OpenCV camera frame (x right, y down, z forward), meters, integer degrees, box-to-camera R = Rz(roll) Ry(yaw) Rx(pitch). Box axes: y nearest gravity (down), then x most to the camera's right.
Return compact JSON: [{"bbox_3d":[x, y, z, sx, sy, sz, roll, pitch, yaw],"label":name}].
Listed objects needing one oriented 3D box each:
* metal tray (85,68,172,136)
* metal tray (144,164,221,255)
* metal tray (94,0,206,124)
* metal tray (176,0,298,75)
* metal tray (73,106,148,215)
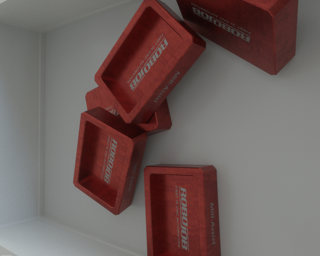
[{"bbox_3d":[-0.050,-0.026,0.442,0.130,0.030,0.090,-19,78,38],"label":"metal tray"},{"bbox_3d":[0.025,0.111,0.380,0.090,0.030,0.129,-4,87,39],"label":"metal tray"},{"bbox_3d":[-0.018,-0.079,0.377,0.129,0.030,0.090,-50,63,24],"label":"metal tray"},{"bbox_3d":[0.069,-0.115,0.304,0.030,0.090,0.130,-46,58,-4],"label":"metal tray"},{"bbox_3d":[-0.073,0.046,0.430,0.090,0.030,0.129,28,122,23],"label":"metal tray"}]
